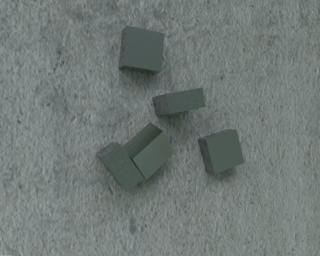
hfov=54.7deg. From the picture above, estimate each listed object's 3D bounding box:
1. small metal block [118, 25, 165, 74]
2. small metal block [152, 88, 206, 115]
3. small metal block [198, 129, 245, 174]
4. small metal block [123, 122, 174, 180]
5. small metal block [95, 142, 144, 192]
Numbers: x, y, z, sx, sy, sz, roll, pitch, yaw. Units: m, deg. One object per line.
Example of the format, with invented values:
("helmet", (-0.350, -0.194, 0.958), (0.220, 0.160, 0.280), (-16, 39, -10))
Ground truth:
("small metal block", (-0.024, -0.100, 0.401), (0.050, 0.025, 0.050), (6, 88, -20))
("small metal block", (0.024, -0.034, 0.406), (0.050, 0.050, 0.025), (-12, 95, -20))
("small metal block", (0.087, 0.033, 0.443), (0.050, 0.025, 0.050), (-17, 96, -20))
("small metal block", (-0.015, 0.030, 0.391), (0.050, 0.025, 0.050), (-43, 140, -15))
("small metal block", (-0.050, 0.046, 0.378), (0.025, 0.050, 0.050), (-37, 102, -16))
